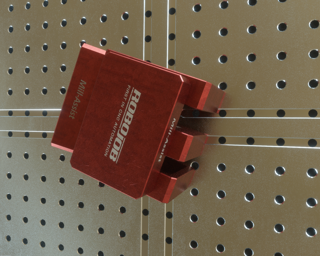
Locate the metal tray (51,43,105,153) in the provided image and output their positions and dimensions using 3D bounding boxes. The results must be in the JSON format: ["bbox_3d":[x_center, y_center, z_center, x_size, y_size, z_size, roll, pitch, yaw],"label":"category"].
[{"bbox_3d":[-0.097,-0.039,0.410,0.030,0.090,0.129,19,97,-3],"label":"metal tray"}]

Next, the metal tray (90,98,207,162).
[{"bbox_3d":[-0.015,0.001,0.382,0.130,0.090,0.030,21,96,17],"label":"metal tray"}]

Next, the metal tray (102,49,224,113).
[{"bbox_3d":[0.005,-0.055,0.375,0.130,0.090,0.030,22,98,19],"label":"metal tray"}]

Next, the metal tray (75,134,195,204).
[{"bbox_3d":[-0.030,0.044,0.389,0.130,0.090,0.030,22,98,18],"label":"metal tray"}]

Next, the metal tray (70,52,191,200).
[{"bbox_3d":[-0.033,-0.004,0.325,0.090,0.030,0.129,22,97,19],"label":"metal tray"}]
